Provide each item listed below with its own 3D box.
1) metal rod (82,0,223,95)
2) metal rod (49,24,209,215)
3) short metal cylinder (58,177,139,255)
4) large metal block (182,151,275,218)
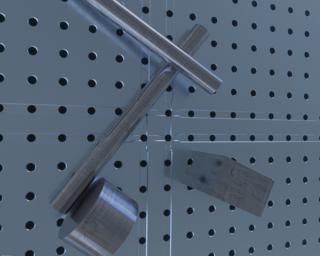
[{"bbox_3d":[-0.048,-0.137,0.377,0.301,0.025,0.025,34,79,-11],"label":"metal rod"},{"bbox_3d":[-0.032,-0.020,0.400,0.025,0.025,0.300,41,77,-16],"label":"metal rod"},{"bbox_3d":[-0.070,0.105,0.358,0.050,0.080,0.080,41,77,-16],"label":"short metal cylinder"},{"bbox_3d":[0.089,0.073,0.416,0.080,0.080,0.050,27,81,-18],"label":"large metal block"}]
